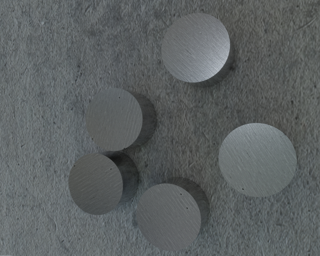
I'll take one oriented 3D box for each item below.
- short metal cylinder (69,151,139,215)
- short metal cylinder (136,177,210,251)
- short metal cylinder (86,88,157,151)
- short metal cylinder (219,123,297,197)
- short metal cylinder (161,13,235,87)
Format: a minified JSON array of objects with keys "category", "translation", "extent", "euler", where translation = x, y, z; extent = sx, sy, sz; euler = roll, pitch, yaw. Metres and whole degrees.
[{"category":"short metal cylinder","translation":[-0.075,0.072,0.422],"extent":[0.080,0.050,0.080],"euler":[0,90,20]},{"category":"short metal cylinder","translation":[0.018,0.105,0.389],"extent":[0.080,0.050,0.080],"euler":[0,90,20]},{"category":"short metal cylinder","translation":[-0.050,-0.011,0.413],"extent":[0.080,0.050,0.080],"euler":[0,90,20]},{"category":"short metal cylinder","translation":[0.112,0.034,0.356],"extent":[0.080,0.050,0.080],"euler":[0,90,20]},{"category":"short metal cylinder","translation":[0.048,-0.092,0.379],"extent":[0.080,0.050,0.080],"euler":[0,90,20]}]
